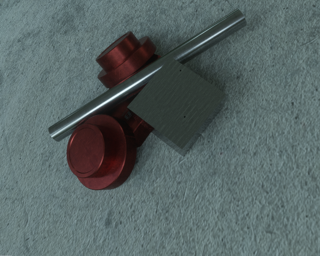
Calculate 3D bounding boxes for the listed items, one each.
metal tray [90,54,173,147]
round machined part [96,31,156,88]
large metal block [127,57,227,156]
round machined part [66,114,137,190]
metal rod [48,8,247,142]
[{"bbox_3d":[-0.030,-0.046,0.446,0.090,0.030,0.130,27,76,37],"label":"metal tray"},{"bbox_3d":[-0.057,-0.107,0.464,0.098,0.042,0.098,-33,23,17],"label":"round machined part"},{"bbox_3d":[0.021,-0.024,0.375,0.080,0.050,0.080,37,81,14],"label":"large metal block"},{"bbox_3d":[-0.081,0.030,0.396,0.098,0.042,0.098,-6,78,34],"label":"round machined part"},{"bbox_3d":[-0.022,-0.067,0.421,0.300,0.025,0.025,-31,52,8],"label":"metal rod"}]
